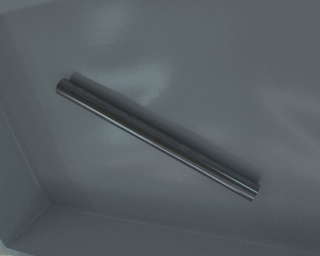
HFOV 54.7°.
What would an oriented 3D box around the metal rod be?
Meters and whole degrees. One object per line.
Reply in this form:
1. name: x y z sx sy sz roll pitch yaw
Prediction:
1. metal rod: -0.010 0.011 0.417 0.301 0.025 0.025 29 128 9
